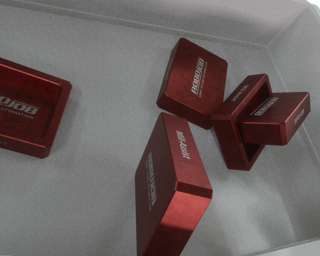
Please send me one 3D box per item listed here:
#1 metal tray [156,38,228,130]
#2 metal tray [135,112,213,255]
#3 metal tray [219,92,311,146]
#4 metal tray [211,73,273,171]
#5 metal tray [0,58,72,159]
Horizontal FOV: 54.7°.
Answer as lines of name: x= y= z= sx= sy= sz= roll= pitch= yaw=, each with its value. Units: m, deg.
metal tray: x=0.053 y=-0.070 z=0.474 sx=0.090 sy=0.030 sz=0.130 roll=25 pitch=53 yaw=-13
metal tray: x=0.005 y=0.052 z=0.299 sx=0.030 sy=0.089 sz=0.130 roll=16 pitch=25 yaw=-14
metal tray: x=0.152 y=-0.018 z=0.443 sx=0.131 sy=0.090 sz=0.030 roll=-33 pitch=117 yaw=-46
metal tray: x=0.128 y=-0.011 z=0.449 sx=0.131 sy=0.030 sz=0.090 roll=-43 pitch=120 yaw=-39
metal tray: x=-0.170 y=-0.029 z=0.327 sx=0.131 sy=0.030 sz=0.090 roll=19 pitch=54 yaw=-18
